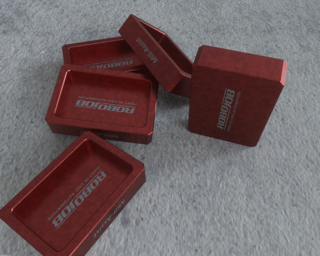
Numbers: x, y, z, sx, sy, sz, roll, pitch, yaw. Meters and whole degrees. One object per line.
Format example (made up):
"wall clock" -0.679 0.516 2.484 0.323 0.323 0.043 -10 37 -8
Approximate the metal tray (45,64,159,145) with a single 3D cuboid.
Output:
"metal tray" -0.071 -0.032 0.404 0.131 0.030 0.090 7 63 -2

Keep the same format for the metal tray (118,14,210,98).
"metal tray" 0.009 -0.098 0.436 0.091 0.030 0.130 6 42 -55

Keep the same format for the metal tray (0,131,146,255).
"metal tray" -0.088 0.072 0.334 0.090 0.030 0.131 29 58 21

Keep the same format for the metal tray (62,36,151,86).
"metal tray" -0.081 -0.102 0.484 0.131 0.030 0.090 -12 51 -10

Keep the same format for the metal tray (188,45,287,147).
"metal tray" 0.082 -0.031 0.360 0.090 0.129 0.030 14 59 11
